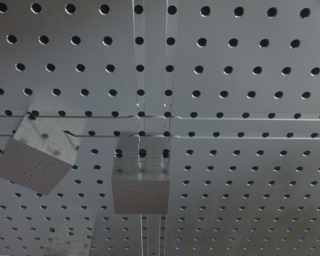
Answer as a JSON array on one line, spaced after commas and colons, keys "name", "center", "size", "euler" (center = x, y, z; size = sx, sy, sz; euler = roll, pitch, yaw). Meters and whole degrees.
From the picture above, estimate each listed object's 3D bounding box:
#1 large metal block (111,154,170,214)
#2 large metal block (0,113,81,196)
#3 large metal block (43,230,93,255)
[{"name": "large metal block", "center": [-0.028, 0.086, 0.468], "size": [0.081, 0.050, 0.079], "euler": [1, 130, -2]}, {"name": "large metal block", "center": [-0.169, 0.039, 0.426], "size": [0.080, 0.050, 0.080], "euler": [30, 124, -24]}, {"name": "large metal block", "center": [-0.177, 0.246, 0.602], "size": [0.081, 0.050, 0.079], "euler": [8, 130, -7]}]
